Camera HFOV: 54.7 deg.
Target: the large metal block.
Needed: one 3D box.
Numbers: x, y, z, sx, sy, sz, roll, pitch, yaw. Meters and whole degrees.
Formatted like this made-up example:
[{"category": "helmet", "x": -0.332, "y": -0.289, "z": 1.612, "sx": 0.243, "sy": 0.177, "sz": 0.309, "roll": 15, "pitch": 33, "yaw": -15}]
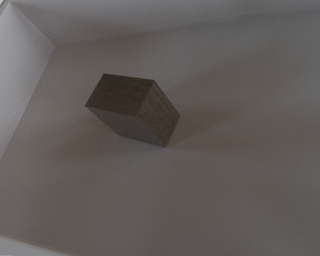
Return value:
[{"category": "large metal block", "x": -0.033, "y": -0.022, "z": 0.397, "sx": 0.080, "sy": 0.080, "sz": 0.050, "roll": 13, "pitch": 69, "yaw": 33}]
